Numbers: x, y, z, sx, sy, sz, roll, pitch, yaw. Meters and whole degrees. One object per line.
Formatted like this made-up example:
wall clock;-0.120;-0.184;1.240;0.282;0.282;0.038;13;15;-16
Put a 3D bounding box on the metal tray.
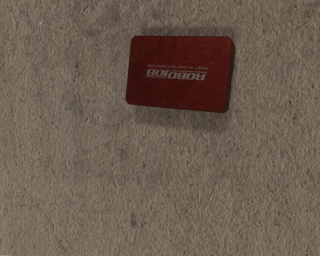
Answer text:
metal tray;0.024;-0.069;0.397;0.130;0.030;0.089;6;92;19
